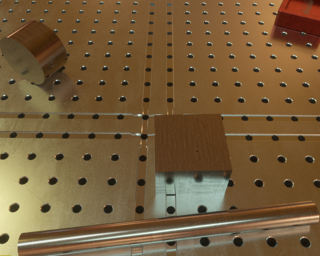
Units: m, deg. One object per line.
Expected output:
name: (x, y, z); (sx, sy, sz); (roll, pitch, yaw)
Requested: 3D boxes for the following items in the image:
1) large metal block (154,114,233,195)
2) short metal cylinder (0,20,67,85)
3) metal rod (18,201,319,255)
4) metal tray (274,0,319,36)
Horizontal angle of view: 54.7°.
large metal block: (0.034, 0.030, 0.366); (0.081, 0.050, 0.080); (-1, 50, -1)
short metal cylinder: (-0.188, -0.112, 0.465); (0.080, 0.080, 0.050); (24, 54, 18)
metal rod: (0.013, 0.104, 0.320); (0.302, 0.025, 0.025); (-5, 50, -5)
metal tray: (0.286, -0.235, 0.602); (0.090, 0.030, 0.130); (21, 53, 17)
